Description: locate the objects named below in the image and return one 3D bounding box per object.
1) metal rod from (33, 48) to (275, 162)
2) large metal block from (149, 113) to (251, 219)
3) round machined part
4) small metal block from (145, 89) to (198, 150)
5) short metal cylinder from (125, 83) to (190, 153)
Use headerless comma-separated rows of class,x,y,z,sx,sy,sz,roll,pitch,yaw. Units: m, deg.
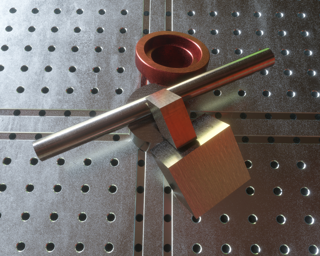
metal rod,0.001,-0.032,0.370,0.302,0.025,0.025,-23,72,-9
large metal block,0.047,0.042,0.359,0.080,0.050,0.080,-34,118,-11
round machined part,0.015,-0.088,0.423,0.099,0.042,0.098,4,47,-4
small metal block,0.012,-0.011,0.338,0.025,0.050,0.050,-28,115,-10
short metal cylinder,-0.003,-0.011,0.402,0.081,0.050,0.080,0,70,0
